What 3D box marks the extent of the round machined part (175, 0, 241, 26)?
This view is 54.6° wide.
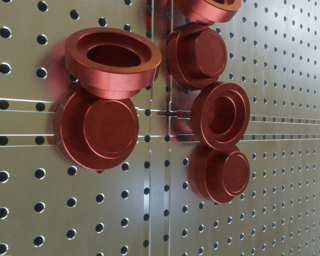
[{"bbox_3d":[0.060,-0.180,0.428,0.099,0.042,0.098,16,52,-21],"label":"round machined part"}]

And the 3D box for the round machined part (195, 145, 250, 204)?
[{"bbox_3d":[0.103,0.069,0.483,0.099,0.042,0.097,0,90,-40],"label":"round machined part"}]

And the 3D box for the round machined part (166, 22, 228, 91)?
[{"bbox_3d":[0.059,-0.104,0.446,0.099,0.042,0.097,0,90,-40],"label":"round machined part"}]

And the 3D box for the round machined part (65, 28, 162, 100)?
[{"bbox_3d":[-0.050,-0.067,0.331,0.099,0.098,0.042,-24,143,-37],"label":"round machined part"}]

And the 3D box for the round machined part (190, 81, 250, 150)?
[{"bbox_3d":[0.084,-0.020,0.456,0.099,0.042,0.097,-8,105,-33],"label":"round machined part"}]

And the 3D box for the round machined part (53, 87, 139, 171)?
[{"bbox_3d":[-0.063,-0.001,0.345,0.099,0.042,0.097,0,91,-40],"label":"round machined part"}]
